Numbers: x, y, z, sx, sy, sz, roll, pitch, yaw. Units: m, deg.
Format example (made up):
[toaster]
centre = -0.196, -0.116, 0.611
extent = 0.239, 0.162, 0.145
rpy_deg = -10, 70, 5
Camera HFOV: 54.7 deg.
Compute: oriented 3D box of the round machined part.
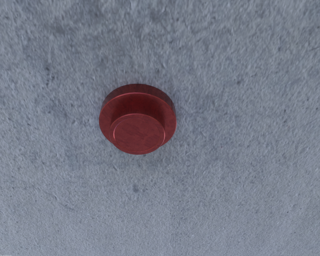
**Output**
[round machined part]
centre = -0.028, -0.004, 0.392
extent = 0.099, 0.042, 0.097
rpy_deg = -1, 130, 0
